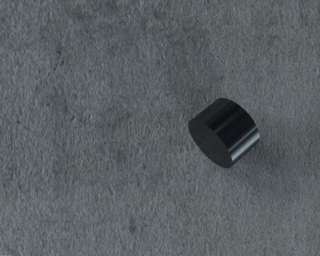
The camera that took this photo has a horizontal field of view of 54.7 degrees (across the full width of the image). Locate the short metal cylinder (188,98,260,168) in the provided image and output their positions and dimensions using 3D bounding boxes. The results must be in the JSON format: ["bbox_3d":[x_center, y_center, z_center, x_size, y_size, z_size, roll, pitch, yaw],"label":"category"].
[{"bbox_3d":[0.084,0.007,0.412,0.050,0.080,0.080,-38,103,-16],"label":"short metal cylinder"}]
